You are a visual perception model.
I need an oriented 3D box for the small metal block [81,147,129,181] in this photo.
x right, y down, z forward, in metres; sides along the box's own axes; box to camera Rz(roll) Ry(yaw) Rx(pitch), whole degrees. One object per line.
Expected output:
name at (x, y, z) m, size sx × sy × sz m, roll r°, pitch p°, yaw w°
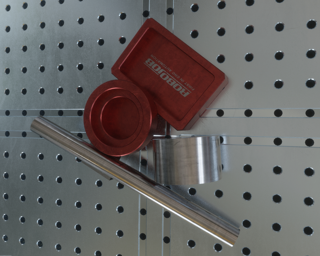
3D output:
small metal block at (-0.075, 0.038, 0.438) m, size 0.050 × 0.025 × 0.050 m, roll 30°, pitch 99°, yaw 17°

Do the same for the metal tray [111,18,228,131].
metal tray at (0.010, -0.069, 0.405) m, size 0.130 × 0.030 × 0.090 m, roll 42°, pitch 102°, yaw 15°

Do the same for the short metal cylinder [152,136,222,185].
short metal cylinder at (0.032, 0.036, 0.370) m, size 0.080 × 0.080 × 0.050 m, roll -4°, pitch 89°, yaw 19°

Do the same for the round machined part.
round machined part at (-0.048, -0.013, 0.411) m, size 0.098 × 0.042 × 0.097 m, roll 0°, pitch 90°, yaw 21°

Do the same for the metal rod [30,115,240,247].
metal rod at (-0.038, 0.065, 0.403) m, size 0.301 × 0.025 × 0.025 m, roll 28°, pitch 99°, yaw 8°
